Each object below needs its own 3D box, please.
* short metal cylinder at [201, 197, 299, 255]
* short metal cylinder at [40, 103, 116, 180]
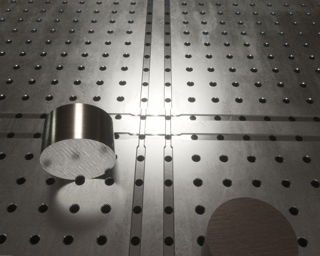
[{"bbox_3d":[0.082,0.114,0.296,0.081,0.050,0.080,0,50,0],"label":"short metal cylinder"},{"bbox_3d":[-0.093,0.017,0.356,0.081,0.080,0.050,-6,51,-6],"label":"short metal cylinder"}]
